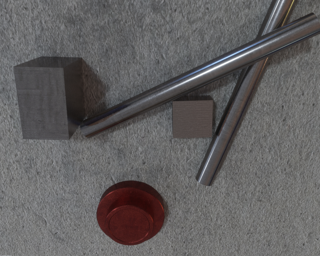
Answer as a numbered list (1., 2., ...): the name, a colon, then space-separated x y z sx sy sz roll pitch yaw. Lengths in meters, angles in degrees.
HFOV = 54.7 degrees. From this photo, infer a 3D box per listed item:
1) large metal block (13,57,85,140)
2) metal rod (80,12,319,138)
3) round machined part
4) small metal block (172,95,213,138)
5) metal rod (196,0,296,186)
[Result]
1. large metal block: -0.125 -0.038 0.365 0.050 0.080 0.079 1 110 -1
2. metal rod: 0.036 -0.056 0.373 0.301 0.025 0.025 -23 109 14
3. round machined part: -0.043 0.129 0.448 0.099 0.042 0.097 0 110 -1
4. small metal block: 0.041 -0.015 0.405 0.050 0.025 0.050 -2 110 0
5. metal rod: 0.111 -0.058 0.390 0.025 0.025 0.298 18 109 -7
